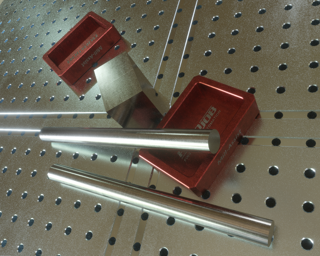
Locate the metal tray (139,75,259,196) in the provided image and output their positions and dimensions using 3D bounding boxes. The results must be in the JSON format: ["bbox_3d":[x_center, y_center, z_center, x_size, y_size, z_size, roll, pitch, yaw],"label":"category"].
[{"bbox_3d":[0.047,0.004,0.376,0.090,0.030,0.130,28,77,37],"label":"metal tray"}]

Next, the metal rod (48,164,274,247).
[{"bbox_3d":[-0.023,0.082,0.368,0.300,0.025,0.025,8,66,31],"label":"metal rod"}]

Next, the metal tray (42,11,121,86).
[{"bbox_3d":[-0.145,-0.149,0.569,0.130,0.030,0.090,-45,51,-4],"label":"metal tray"}]

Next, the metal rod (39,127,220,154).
[{"bbox_3d":[-0.063,0.012,0.403,0.300,0.025,0.025,1,62,38],"label":"metal rod"}]

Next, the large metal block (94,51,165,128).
[{"bbox_3d":[-0.038,-0.041,0.417,0.050,0.080,0.080,-30,52,9],"label":"large metal block"}]
